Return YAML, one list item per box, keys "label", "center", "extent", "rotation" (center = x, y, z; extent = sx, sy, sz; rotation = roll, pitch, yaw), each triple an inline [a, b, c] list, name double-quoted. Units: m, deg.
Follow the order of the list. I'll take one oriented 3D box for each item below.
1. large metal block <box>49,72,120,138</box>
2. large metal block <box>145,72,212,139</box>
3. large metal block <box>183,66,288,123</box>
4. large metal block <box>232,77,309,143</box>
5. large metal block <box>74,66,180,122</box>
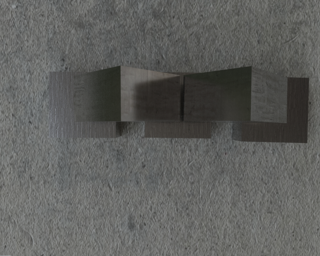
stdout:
- label: "large metal block"
  center: [-0.093, -0.028, 0.398]
  extent: [0.081, 0.050, 0.079]
  rotation: [0, 90, -1]
- label: "large metal block"
  center: [0.022, -0.028, 0.399]
  extent: [0.081, 0.050, 0.079]
  rotation: [1, 90, -1]
- label: "large metal block"
  center: [0.082, -0.031, 0.337]
  extent: [0.080, 0.081, 0.050]
  rotation: [1, 90, 44]
- label: "large metal block"
  center: [0.140, -0.022, 0.401]
  extent: [0.081, 0.050, 0.079]
  rotation: [2, 90, -1]
- label: "large metal block"
  center: [-0.035, -0.032, 0.333]
  extent: [0.081, 0.080, 0.050]
  rotation: [-1, 91, -46]
